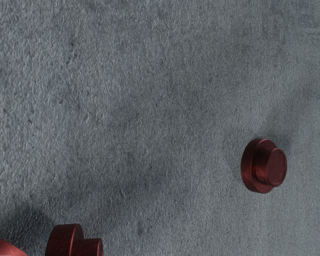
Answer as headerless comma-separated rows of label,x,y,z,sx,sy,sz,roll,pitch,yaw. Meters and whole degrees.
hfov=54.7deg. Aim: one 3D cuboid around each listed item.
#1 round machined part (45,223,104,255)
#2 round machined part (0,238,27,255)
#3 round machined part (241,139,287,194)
round machined part,-0.076,0.140,0.290,0.042,0.098,0.097,-2,92,-6
round machined part,-0.142,0.134,0.252,0.042,0.098,0.097,-20,108,-83
round machined part,0.191,0.069,0.554,0.099,0.042,0.097,0,90,-40
